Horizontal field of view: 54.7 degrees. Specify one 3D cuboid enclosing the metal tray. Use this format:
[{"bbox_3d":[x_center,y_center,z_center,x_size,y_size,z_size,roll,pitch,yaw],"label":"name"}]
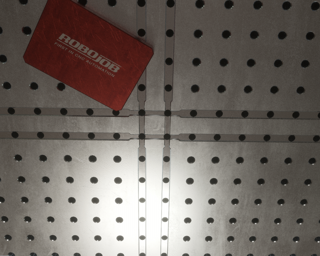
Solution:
[{"bbox_3d":[-0.084,-0.090,0.376,0.131,0.030,0.090,29,107,-11],"label":"metal tray"}]
